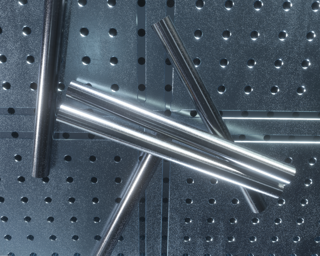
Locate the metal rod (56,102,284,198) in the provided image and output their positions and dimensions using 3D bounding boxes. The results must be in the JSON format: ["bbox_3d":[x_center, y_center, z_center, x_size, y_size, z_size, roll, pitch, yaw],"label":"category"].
[{"bbox_3d":[0.019,0.032,0.397,0.302,0.025,0.025,20,109,-8],"label":"metal rod"}]

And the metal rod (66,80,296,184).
[{"bbox_3d":[0.027,0.005,0.396,0.301,0.025,0.025,21,109,-1],"label":"metal rod"}]

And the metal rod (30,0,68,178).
[{"bbox_3d":[-0.137,-0.073,0.384,0.025,0.025,0.298,11,110,-5],"label":"metal rod"}]

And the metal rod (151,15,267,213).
[{"bbox_3d":[0.073,-0.005,0.412,0.025,0.025,0.299,-28,108,9],"label":"metal rod"}]

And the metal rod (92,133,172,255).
[{"bbox_3d":[-0.057,0.133,0.461,0.025,0.025,0.298,24,108,-9],"label":"metal rod"}]
